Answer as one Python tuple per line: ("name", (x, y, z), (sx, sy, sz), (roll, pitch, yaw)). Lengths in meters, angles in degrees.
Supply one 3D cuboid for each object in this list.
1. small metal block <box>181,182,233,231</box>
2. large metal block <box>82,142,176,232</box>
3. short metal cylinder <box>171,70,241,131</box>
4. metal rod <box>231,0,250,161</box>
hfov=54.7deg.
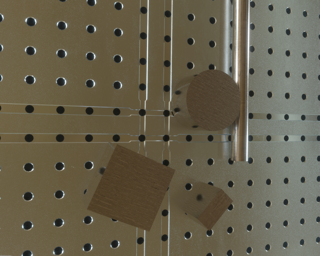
("small metal block", (0.063, 0.106, 0.424), (0.025, 0.050, 0.050), (47, 75, -15))
("large metal block", (-0.040, 0.071, 0.386), (0.080, 0.050, 0.080), (26, 81, -19))
("short metal cylinder", (0.062, -0.036, 0.423), (0.081, 0.050, 0.079), (0, 90, -20))
("metal rod", (0.119, -0.101, 0.458), (0.025, 0.025, 0.298), (1, 90, -20))
